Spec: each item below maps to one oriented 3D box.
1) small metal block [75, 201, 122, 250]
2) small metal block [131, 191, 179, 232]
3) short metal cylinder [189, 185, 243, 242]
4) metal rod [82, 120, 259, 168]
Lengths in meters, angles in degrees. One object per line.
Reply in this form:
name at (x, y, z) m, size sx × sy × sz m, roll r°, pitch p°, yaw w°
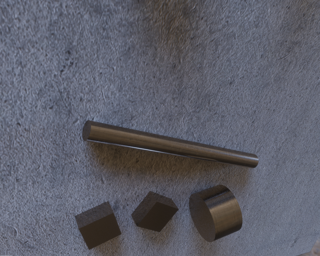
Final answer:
small metal block at (-0.088, 0.141, 0.447) m, size 0.050 × 0.025 × 0.050 m, roll -22°, pitch 127°, yaw -16°
small metal block at (-0.008, 0.132, 0.486) m, size 0.050 × 0.025 × 0.050 m, roll 30°, pitch 102°, yaw -38°
short metal cylinder at (0.090, 0.139, 0.509) m, size 0.050 × 0.080 × 0.079 m, roll -14°, pitch 125°, yaw -21°
metal rod at (0.036, 0.030, 0.446) m, size 0.302 × 0.025 × 0.025 m, roll 12°, pitch 112°, yaw -34°
